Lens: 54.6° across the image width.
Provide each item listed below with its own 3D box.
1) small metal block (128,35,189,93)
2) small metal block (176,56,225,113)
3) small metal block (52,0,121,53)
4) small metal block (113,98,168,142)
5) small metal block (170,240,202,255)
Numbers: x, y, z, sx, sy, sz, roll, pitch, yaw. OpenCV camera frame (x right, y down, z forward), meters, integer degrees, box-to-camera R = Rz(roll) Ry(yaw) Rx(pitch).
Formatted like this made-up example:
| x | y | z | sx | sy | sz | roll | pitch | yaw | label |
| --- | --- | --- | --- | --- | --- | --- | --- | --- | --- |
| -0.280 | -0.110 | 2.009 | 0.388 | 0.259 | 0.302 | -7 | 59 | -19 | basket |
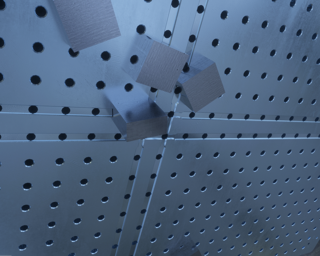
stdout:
| x | y | z | sx | sy | sz | roll | pitch | yaw | label |
| --- | --- | --- | --- | --- | --- | --- | --- | --- | --- |
| -0.002 | -0.074 | 0.364 | 0.050 | 0.025 | 0.050 | 14 | 111 | -34 | small metal block |
| 0.052 | -0.056 | 0.404 | 0.050 | 0.025 | 0.050 | -34 | 129 | -6 | small metal block |
| -0.072 | -0.109 | 0.304 | 0.050 | 0.025 | 0.050 | -25 | 127 | -13 | small metal block |
| -0.025 | -0.011 | 0.374 | 0.050 | 0.050 | 0.025 | -11 | 123 | -23 | small metal block |
| 0.053 | 0.250 | 0.594 | 0.050 | 0.025 | 0.050 | -30 | 129 | -9 | small metal block |
